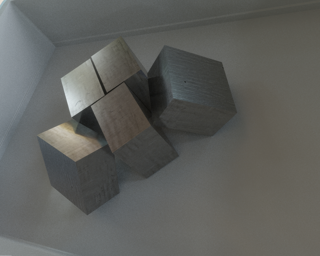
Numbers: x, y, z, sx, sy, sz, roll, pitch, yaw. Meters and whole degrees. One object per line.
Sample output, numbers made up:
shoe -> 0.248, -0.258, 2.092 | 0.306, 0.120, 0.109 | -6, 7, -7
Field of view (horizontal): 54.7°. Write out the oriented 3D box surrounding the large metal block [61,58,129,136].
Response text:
large metal block -> -0.086, -0.036, 0.434 | 0.050, 0.080, 0.080 | -33, 52, 7

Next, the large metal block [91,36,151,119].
large metal block -> -0.042, -0.065, 0.429 | 0.050, 0.080, 0.080 | -34, 52, 6

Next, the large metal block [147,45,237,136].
large metal block -> 0.035, -0.043, 0.367 | 0.050, 0.081, 0.080 | -52, 36, 46

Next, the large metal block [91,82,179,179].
large metal block -> -0.030, 0.004, 0.380 | 0.050, 0.080, 0.080 | -36, 51, 4

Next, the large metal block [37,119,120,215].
large metal block -> -0.099, 0.046, 0.382 | 0.080, 0.079, 0.050 | 24, 40, 36
